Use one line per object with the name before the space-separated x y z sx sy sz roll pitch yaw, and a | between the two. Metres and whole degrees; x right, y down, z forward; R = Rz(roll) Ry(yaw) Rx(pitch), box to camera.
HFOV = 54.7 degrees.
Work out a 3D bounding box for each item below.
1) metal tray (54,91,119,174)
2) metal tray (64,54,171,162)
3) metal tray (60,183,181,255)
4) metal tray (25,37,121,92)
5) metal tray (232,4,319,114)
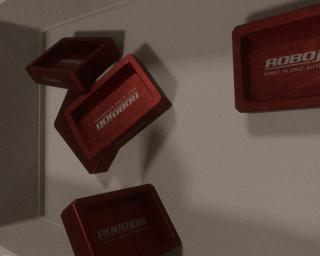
metal tray | -0.114 -0.001 0.495 0.130 0.030 0.089 44 116 30
metal tray | -0.061 -0.026 0.422 0.130 0.030 0.090 -39 64 11
metal tray | -0.042 0.121 0.371 0.030 0.131 0.090 -43 64 31
metal tray | -0.135 -0.102 0.476 0.130 0.090 0.030 14 143 39
metal tray | 0.135 -0.063 0.290 0.130 0.030 0.089 -3 88 39
